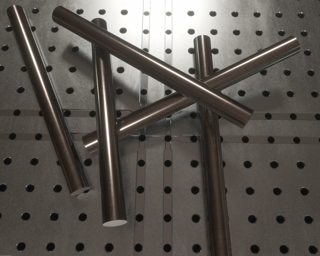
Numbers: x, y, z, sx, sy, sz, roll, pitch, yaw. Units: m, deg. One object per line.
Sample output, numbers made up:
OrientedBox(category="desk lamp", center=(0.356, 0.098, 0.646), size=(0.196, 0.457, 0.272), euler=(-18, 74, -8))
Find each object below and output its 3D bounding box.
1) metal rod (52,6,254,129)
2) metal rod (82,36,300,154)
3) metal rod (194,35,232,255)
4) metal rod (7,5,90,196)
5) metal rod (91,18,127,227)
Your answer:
OrientedBox(category="metal rod", center=(-0.021, -0.085, 0.398), size=(0.300, 0.025, 0.025), euler=(32, 73, 16))
OrientedBox(category="metal rod", center=(0.040, -0.043, 0.404), size=(0.301, 0.025, 0.025), euler=(-26, 72, 0))
OrientedBox(category="metal rod", center=(0.066, 0.010, 0.408), size=(0.025, 0.025, 0.299), euler=(-1, 70, -1))
OrientedBox(category="metal rod", center=(-0.159, -0.050, 0.428), size=(0.025, 0.025, 0.299), euler=(-23, 72, -8))
OrientedBox(category="metal rod", center=(-0.070, -0.029, 0.394), size=(0.025, 0.025, 0.299), euler=(-8, 60, -3))
